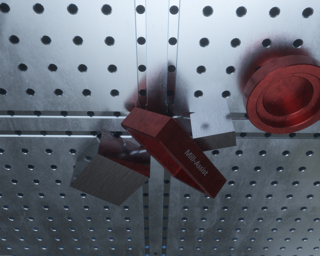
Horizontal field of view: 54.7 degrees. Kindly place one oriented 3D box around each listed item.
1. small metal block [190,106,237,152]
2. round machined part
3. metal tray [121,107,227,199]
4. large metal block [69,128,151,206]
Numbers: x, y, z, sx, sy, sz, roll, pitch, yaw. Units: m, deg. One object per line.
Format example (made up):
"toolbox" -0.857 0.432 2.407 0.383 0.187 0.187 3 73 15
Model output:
"small metal block" 0.067 0.001 0.397 0.050 0.050 0.025 -11 129 9
"round machined part" 0.148 -0.043 0.366 0.099 0.042 0.097 0 130 0
"metal tray" 0.018 0.032 0.398 0.030 0.090 0.130 -51 124 -14
"large metal block" -0.070 0.058 0.444 0.080 0.050 0.080 29 124 -23
